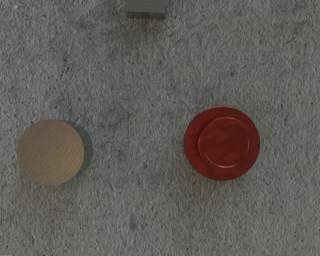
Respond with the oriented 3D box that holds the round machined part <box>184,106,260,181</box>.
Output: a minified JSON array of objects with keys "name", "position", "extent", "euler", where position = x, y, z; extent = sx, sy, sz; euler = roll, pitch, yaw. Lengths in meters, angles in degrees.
[{"name":"round machined part","position":[0.081,0.020,0.402],"extent":[0.099,0.042,0.097],"euler":[0,90,0]}]

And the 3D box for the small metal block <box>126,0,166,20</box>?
[{"name":"small metal block","position":[-0.018,-0.174,0.410],"extent":[0.050,0.025,0.050],"euler":[2,90,0]}]

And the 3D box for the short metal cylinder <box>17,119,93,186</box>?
[{"name":"short metal cylinder","position":[-0.131,0.029,0.396],"extent":[0.081,0.050,0.080],"euler":[0,90,0]}]
